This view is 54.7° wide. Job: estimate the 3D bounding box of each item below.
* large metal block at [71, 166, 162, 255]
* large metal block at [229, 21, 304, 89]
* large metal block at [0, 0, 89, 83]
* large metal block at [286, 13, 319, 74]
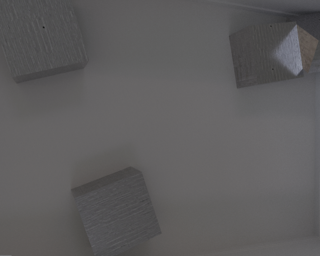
[{"bbox_3d":[-0.054,0.101,0.377,0.081,0.050,0.080,-20,97,-19],"label":"large metal block"},{"bbox_3d":[0.155,-0.106,0.454,0.081,0.050,0.080,-11,94,-19],"label":"large metal block"},{"bbox_3d":[-0.134,-0.101,0.348,0.081,0.050,0.080,-18,96,-19],"label":"large metal block"},{"bbox_3d":[0.238,-0.128,0.453,0.081,0.080,0.050,-10,132,-8],"label":"large metal block"}]
